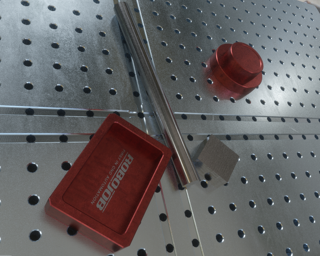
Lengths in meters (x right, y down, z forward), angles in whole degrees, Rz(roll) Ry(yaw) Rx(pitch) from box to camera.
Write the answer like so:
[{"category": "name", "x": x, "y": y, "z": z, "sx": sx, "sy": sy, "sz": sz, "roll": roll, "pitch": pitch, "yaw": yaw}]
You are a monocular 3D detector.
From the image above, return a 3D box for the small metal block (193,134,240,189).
[{"category": "small metal block", "x": 0.074, "y": 0.045, "z": 0.423, "sx": 0.050, "sy": 0.025, "sz": 0.050, "roll": 39, "pitch": 51, "yaw": -2}]

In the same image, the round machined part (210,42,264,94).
[{"category": "round machined part", "x": 0.141, "y": -0.111, "z": 0.544, "sx": 0.099, "sy": 0.042, "sz": 0.098, "roll": 14, "pitch": 56, "yaw": -21}]

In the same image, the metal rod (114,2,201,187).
[{"category": "metal rod", "x": -0.011, "y": -0.061, "z": 0.440, "sx": 0.025, "sy": 0.025, "sz": 0.299, "roll": -8, "pitch": 66, "yaw": -32}]

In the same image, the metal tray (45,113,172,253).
[{"category": "metal tray", "x": -0.051, "y": 0.055, "z": 0.344, "sx": 0.090, "sy": 0.030, "sz": 0.130, "roll": 33, "pitch": 51, "yaw": -7}]
